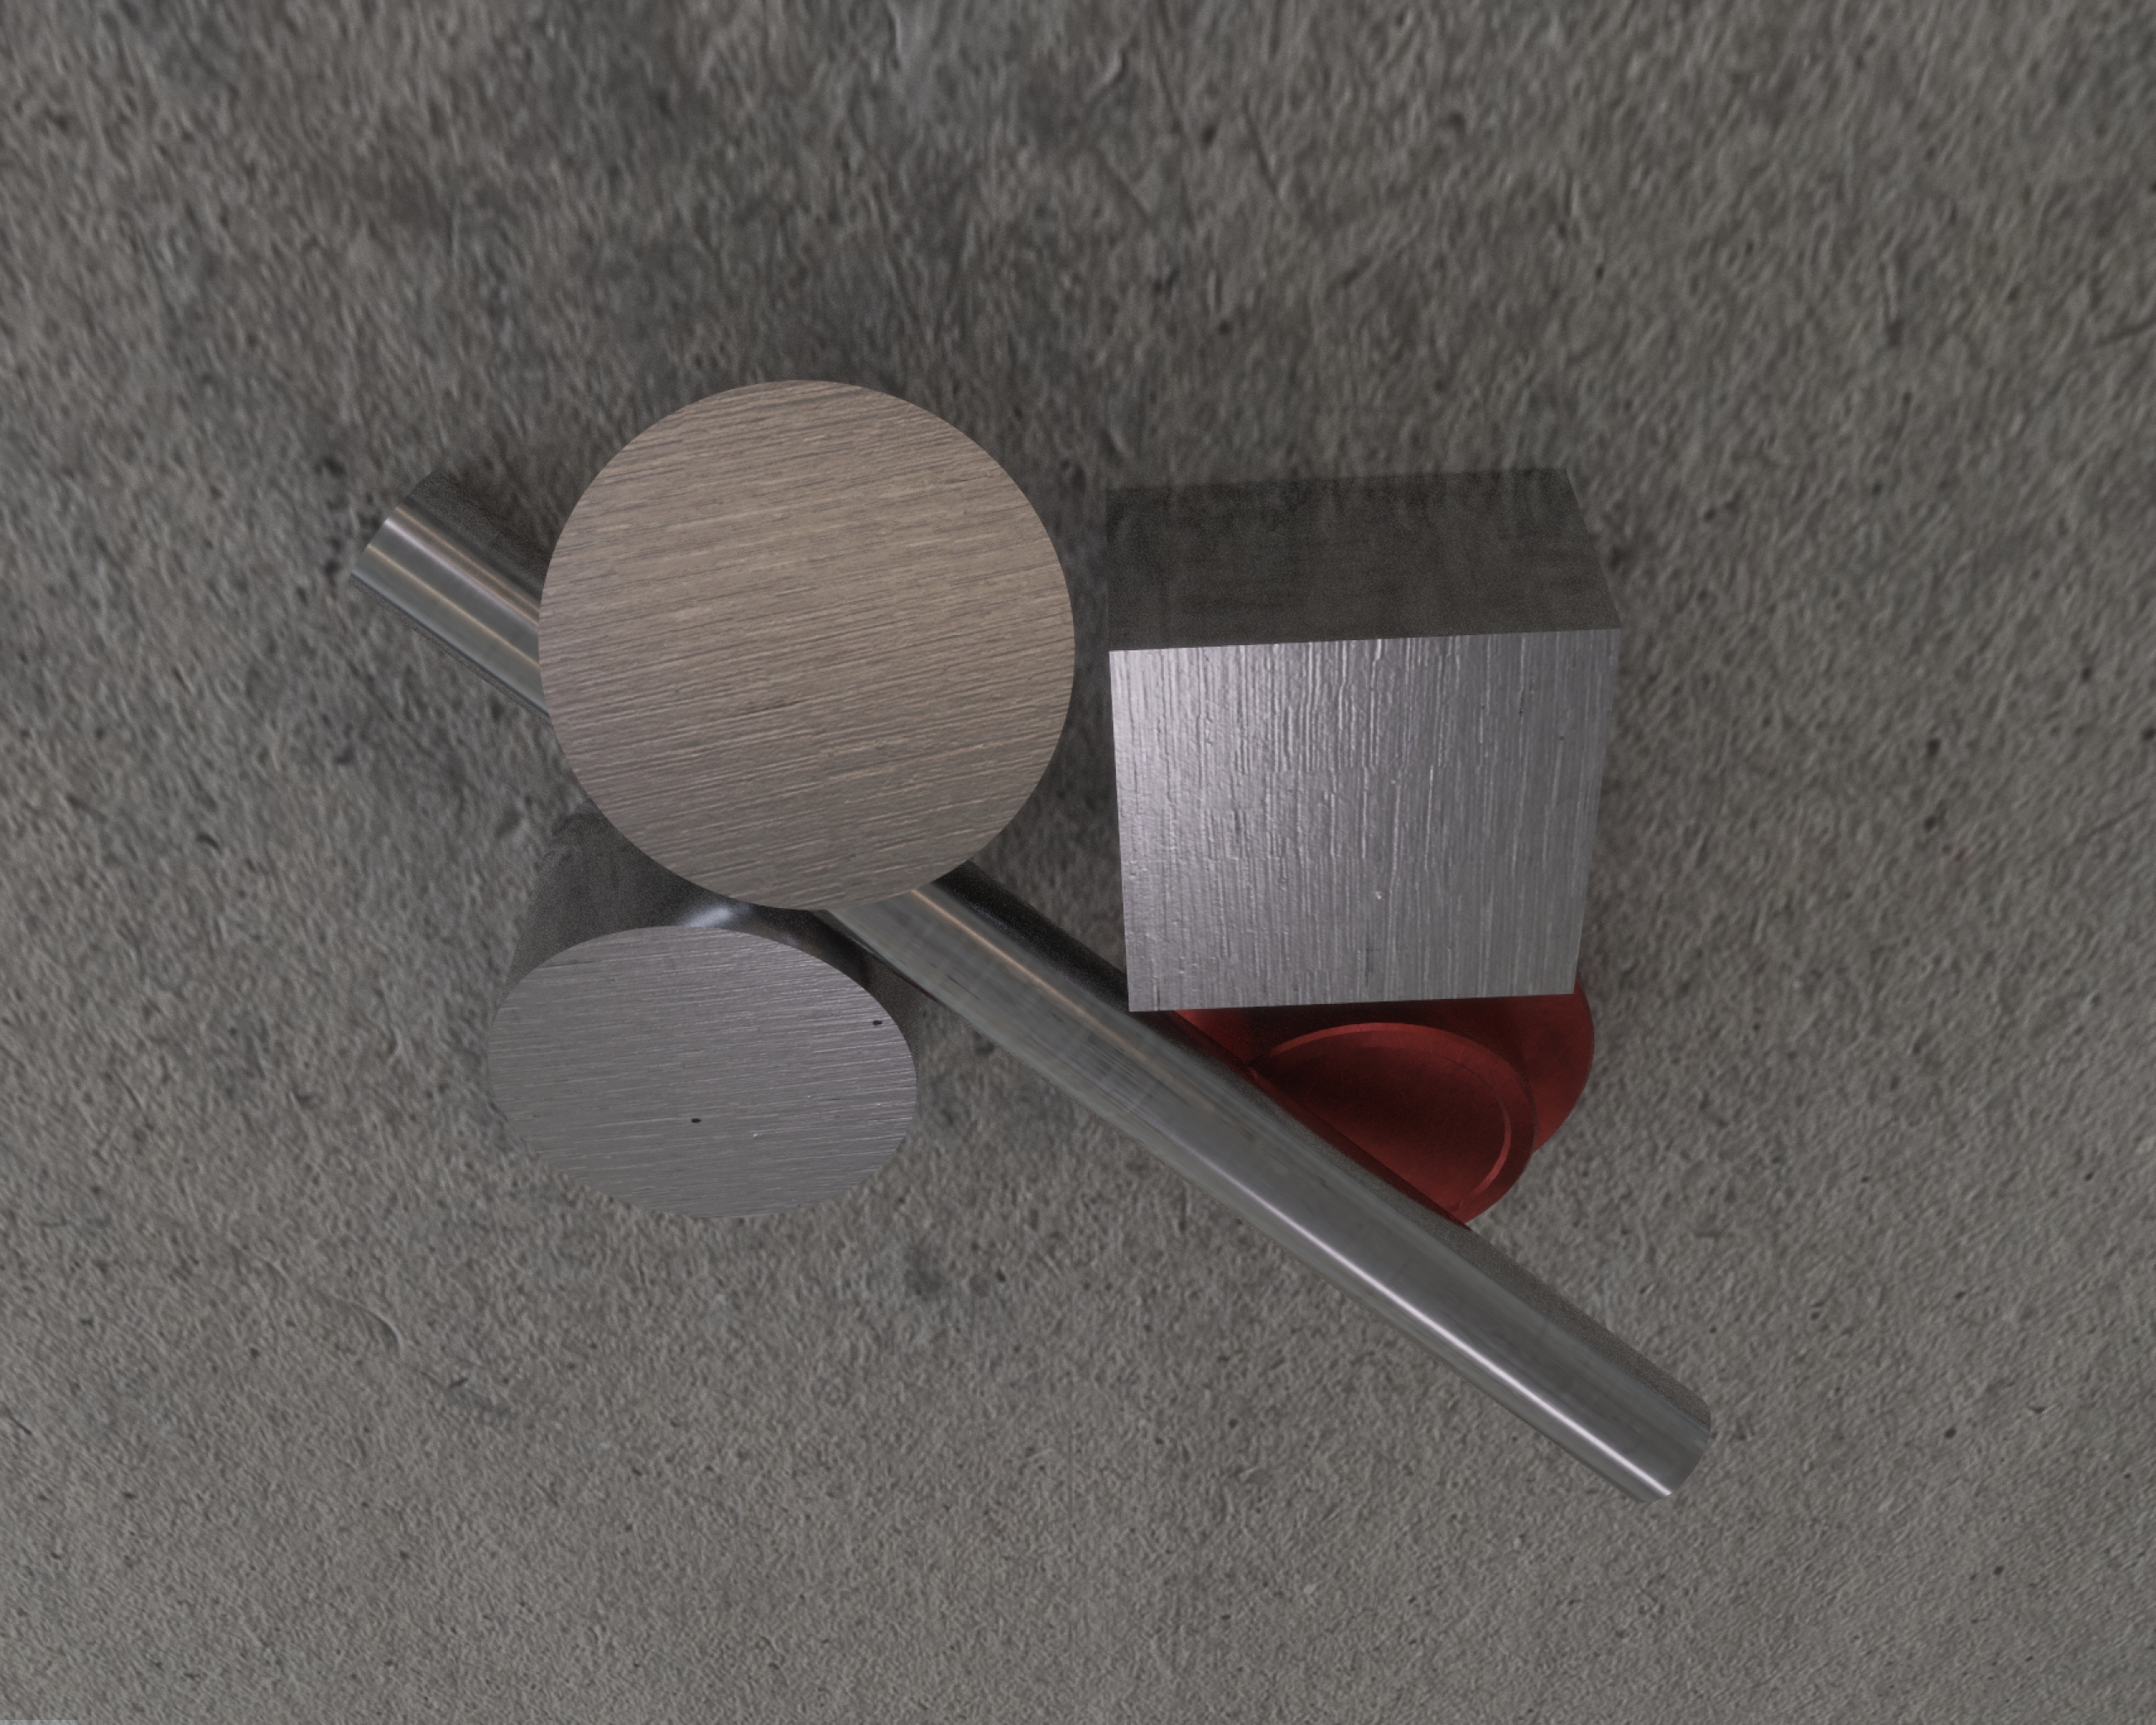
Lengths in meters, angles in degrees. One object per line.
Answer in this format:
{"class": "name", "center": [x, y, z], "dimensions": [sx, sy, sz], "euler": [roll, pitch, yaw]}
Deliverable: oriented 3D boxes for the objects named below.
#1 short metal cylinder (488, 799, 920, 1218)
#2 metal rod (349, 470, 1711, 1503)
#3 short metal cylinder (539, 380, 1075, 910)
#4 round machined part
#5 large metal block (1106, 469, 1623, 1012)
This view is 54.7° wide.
{"class": "short metal cylinder", "center": [-0.071, 0.025, 0.414], "dimensions": [0.081, 0.050, 0.079], "euler": [0, 130, 0]}
{"class": "metal rod", "center": [0.000, 0.030, 0.390], "dimensions": [0.301, 0.025, 0.025], "euler": [37, 122, -12]}
{"class": "short metal cylinder", "center": [-0.045, -0.034, 0.338], "dimensions": [0.081, 0.050, 0.079], "euler": [-1, 92, -14]}
{"class": "round machined part", "center": [0.058, 0.044, 0.434], "dimensions": [0.099, 0.042, 0.097], "euler": [0, 130, 0]}
{"class": "large metal block", "center": [0.047, -0.021, 0.372], "dimensions": [0.080, 0.050, 0.079], "euler": [-3, 130, 2]}
